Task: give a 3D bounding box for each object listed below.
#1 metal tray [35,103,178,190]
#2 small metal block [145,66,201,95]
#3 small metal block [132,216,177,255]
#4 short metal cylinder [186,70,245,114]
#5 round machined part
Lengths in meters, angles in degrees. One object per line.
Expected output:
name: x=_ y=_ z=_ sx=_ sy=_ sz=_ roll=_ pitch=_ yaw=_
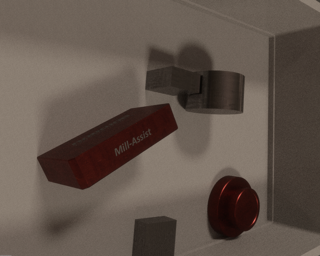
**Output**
metal tray: x=-0.055 y=0.015 z=0.335 sx=0.131 sy=0.090 sz=0.030 roll=-32 pitch=109 yaw=-37
small metal block: x=0.017 y=-0.060 z=0.406 sx=0.050 sy=0.050 sz=0.025 roll=7 pitch=86 yaw=-40
small metal block: x=-0.007 y=0.145 z=0.403 sx=0.050 sy=0.025 sz=0.050 roll=7 pitch=85 yaw=-40
short metal cylinder: x=0.078 y=-0.048 z=0.438 sx=0.081 sy=0.080 sz=0.050 roll=5 pitch=87 yaw=-40
round machined part: x=0.126 y=0.129 z=0.504 sx=0.099 sy=0.042 sz=0.097 roll=0 pitch=90 yaw=-40
